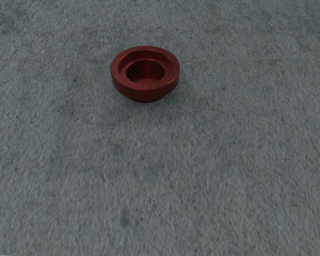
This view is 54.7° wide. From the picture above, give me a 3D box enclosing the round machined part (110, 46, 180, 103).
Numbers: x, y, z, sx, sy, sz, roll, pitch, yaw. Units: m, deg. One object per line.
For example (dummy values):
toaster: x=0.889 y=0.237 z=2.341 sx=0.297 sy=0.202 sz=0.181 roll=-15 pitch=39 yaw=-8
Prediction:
round machined part: x=-0.021 y=-0.075 z=0.455 sx=0.099 sy=0.042 sz=0.098 roll=0 pitch=50 yaw=0
